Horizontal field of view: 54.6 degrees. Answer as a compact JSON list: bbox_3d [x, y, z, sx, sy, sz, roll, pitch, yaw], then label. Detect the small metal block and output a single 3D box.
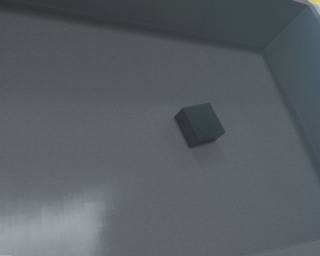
[{"bbox_3d":[0.056,-0.005,0.438,0.050,0.025,0.050,-13,68,-33],"label":"small metal block"}]
